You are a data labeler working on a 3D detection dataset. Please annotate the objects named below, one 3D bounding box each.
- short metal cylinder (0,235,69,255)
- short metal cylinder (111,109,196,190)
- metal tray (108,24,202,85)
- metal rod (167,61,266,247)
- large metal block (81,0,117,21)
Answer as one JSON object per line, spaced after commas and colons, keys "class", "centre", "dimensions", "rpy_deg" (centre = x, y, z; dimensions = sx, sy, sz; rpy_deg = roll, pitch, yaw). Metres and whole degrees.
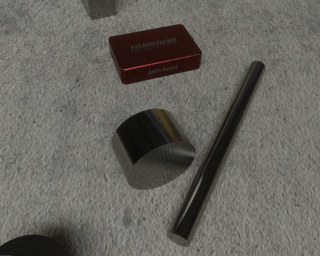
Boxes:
{"class": "short metal cylinder", "centre": [-0.112, 0.141, 0.268], "dimensions": [0.081, 0.050, 0.080], "rpy_deg": [0, 50, 0]}
{"class": "short metal cylinder", "centre": [-0.008, 0.025, 0.347], "dimensions": [0.081, 0.080, 0.050], "rpy_deg": [-20, 53, -16]}
{"class": "metal tray", "centre": [-0.009, -0.122, 0.503], "dimensions": [0.131, 0.030, 0.090], "rpy_deg": [-14, 52, -12]}
{"class": "metal rod", "centre": [0.085, 0.009, 0.396], "dimensions": [0.025, 0.025, 0.301], "rpy_deg": [21, 53, 16]}
{"class": "large metal block", "centre": [-0.124, -0.266, 0.590], "dimensions": [0.050, 0.080, 0.080], "rpy_deg": [-19, 53, -15]}
